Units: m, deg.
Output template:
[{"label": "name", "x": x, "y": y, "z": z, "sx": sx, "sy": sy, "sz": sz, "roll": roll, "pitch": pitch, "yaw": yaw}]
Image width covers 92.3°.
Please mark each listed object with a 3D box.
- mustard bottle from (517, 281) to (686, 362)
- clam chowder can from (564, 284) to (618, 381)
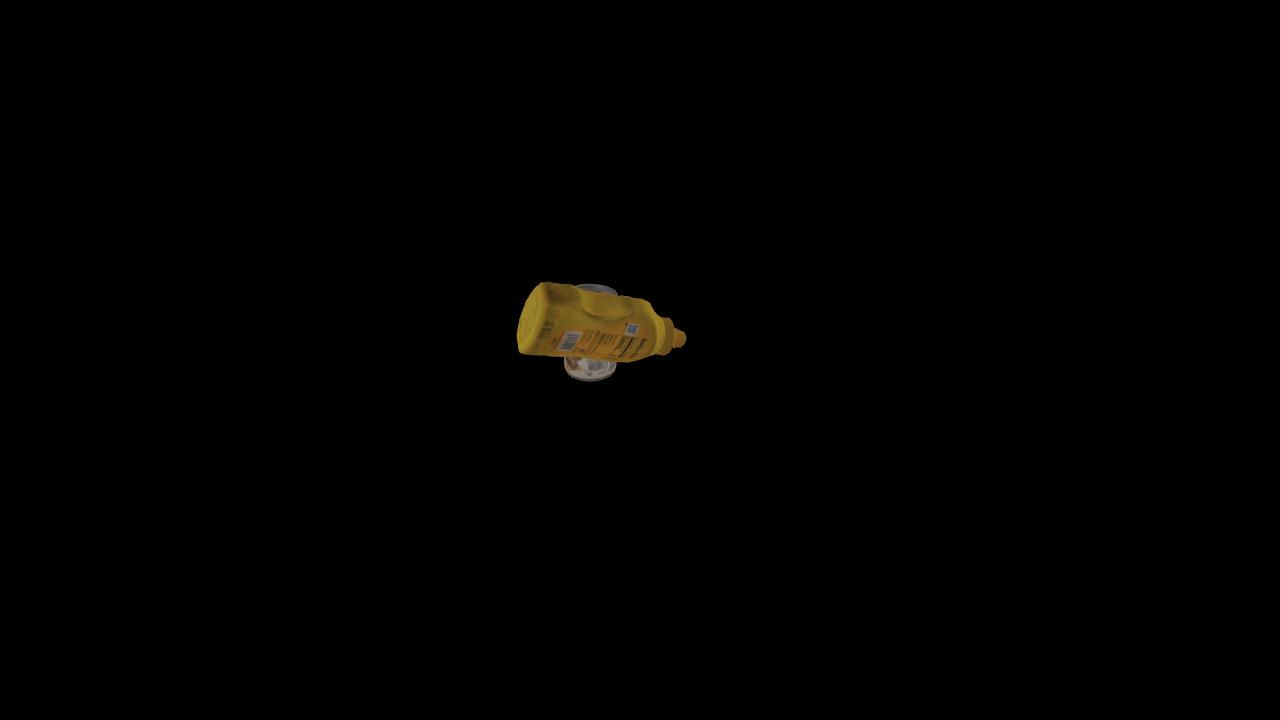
[{"label": "mustard bottle", "x": -0.031, "y": -0.032, "z": 0.657, "sx": 0.184, "sy": 0.054, "sz": 0.092, "roll": 6, "pitch": -43, "yaw": -28}, {"label": "clam chowder can", "x": -0.061, "y": -0.033, "z": 0.752, "sx": 0.068, "sy": 0.102, "sz": 0.068, "roll": 1, "pitch": 31, "yaw": -1}]
